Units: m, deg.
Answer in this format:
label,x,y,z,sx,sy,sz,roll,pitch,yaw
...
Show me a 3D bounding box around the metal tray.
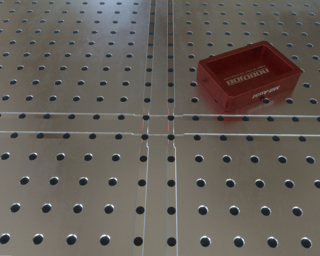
label,x,y,z,sx,sy,sz,roll,pitch,yaw
metal tray,0.134,-0.083,0.474,0.131,0.030,0.090,-20,53,-16
